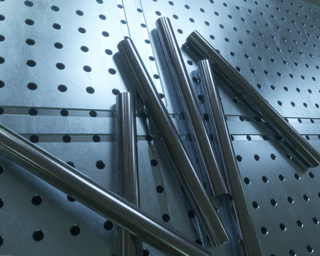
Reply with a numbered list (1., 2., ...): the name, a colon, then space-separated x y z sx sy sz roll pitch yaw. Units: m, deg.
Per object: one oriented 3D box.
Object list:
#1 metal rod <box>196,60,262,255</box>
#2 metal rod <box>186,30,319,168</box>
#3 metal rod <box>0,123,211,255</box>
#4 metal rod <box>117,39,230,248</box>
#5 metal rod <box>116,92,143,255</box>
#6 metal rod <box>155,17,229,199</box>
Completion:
1. metal rod: 0.091 0.027 0.439 0.025 0.025 0.299 6 59 -25
2. metal rod: 0.156 -0.051 0.522 0.300 0.025 0.025 46 51 4
3. metal rod: -0.085 0.055 0.306 0.301 0.025 0.025 31 51 1
4. metal rod: 0.010 0.006 0.408 0.025 0.025 0.299 -13 69 -33
5. metal rod: -0.033 0.090 0.334 0.025 0.025 0.299 9 58 -24
6. metal rod: 0.040 -0.045 0.456 0.025 0.025 0.299 -1 62 -29
